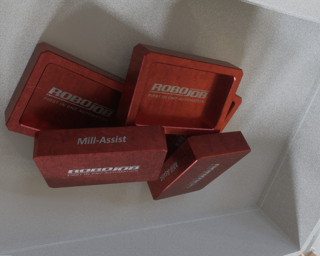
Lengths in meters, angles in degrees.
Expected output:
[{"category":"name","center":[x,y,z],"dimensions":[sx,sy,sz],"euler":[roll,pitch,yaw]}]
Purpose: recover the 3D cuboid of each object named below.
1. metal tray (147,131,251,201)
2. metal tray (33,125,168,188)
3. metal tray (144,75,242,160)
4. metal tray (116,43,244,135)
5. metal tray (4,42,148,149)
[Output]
[{"category":"metal tray","center":[0.049,0.054,0.424],"dimensions":[0.091,0.030,0.129],"euler":[-5,150,-33]},{"category":"metal tray","center":[-0.063,0.034,0.347],"dimensions":[0.131,0.030,0.090],"euler":[-3,151,-10]},{"category":"metal tray","center":[0.042,-0.006,0.425],"dimensions":[0.091,0.030,0.129],"euler":[21,107,-37]},{"category":"metal tray","center":[0.024,-0.038,0.355],"dimensions":[0.131,0.030,0.089],"euler":[3,117,-31]},{"category":"metal tray","center":[-0.086,-0.024,0.341],"dimensions":[0.131,0.030,0.090],"euler":[21,107,-37]}]
